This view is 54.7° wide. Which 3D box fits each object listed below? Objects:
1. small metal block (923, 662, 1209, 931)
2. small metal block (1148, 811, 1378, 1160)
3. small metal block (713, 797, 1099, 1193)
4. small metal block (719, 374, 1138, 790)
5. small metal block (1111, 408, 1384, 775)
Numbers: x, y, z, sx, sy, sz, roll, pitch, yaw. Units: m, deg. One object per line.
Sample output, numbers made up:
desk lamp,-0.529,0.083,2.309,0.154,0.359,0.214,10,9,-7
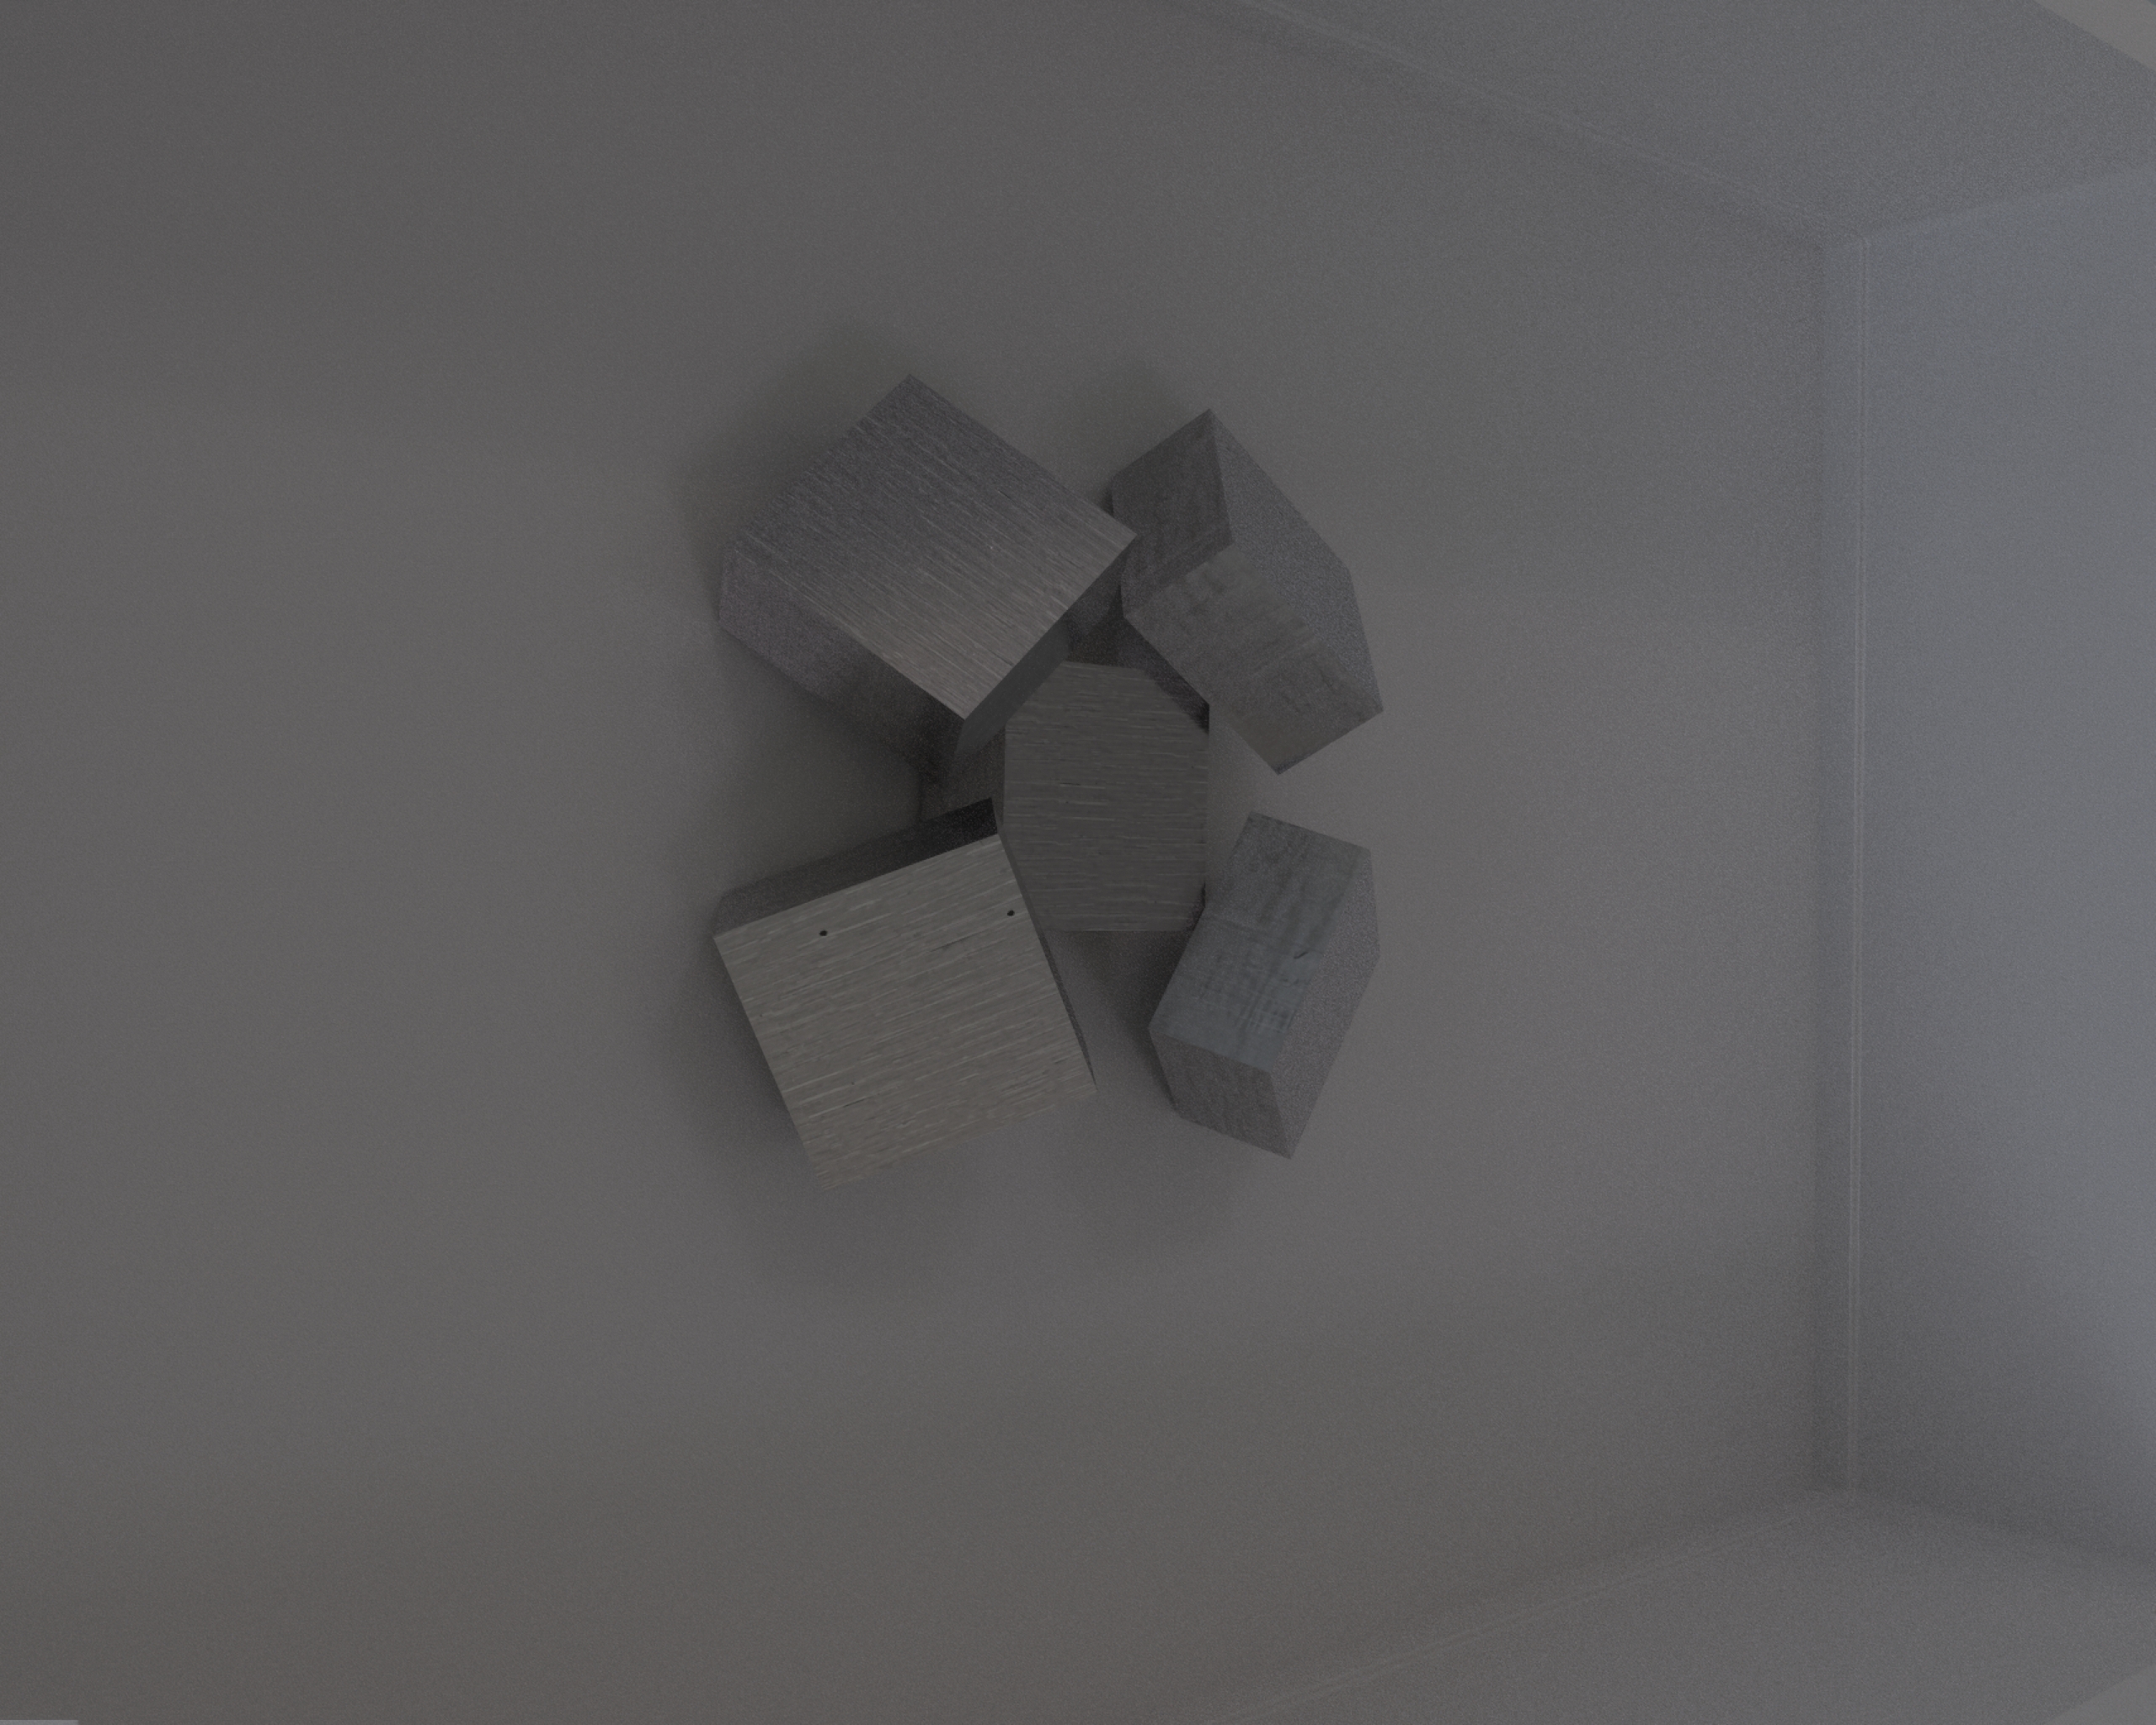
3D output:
small metal block,-0.002,-0.012,0.401,0.050,0.025,0.050,2,89,-40
small metal block,0.039,0.026,0.422,0.050,0.025,0.050,-63,159,-21
small metal block,-0.029,0.023,0.364,0.050,0.025,0.050,-20,107,0
small metal block,-0.026,-0.049,0.365,0.050,0.025,0.050,37,62,7
small metal block,0.033,-0.054,0.416,0.050,0.025,0.050,42,27,-32
